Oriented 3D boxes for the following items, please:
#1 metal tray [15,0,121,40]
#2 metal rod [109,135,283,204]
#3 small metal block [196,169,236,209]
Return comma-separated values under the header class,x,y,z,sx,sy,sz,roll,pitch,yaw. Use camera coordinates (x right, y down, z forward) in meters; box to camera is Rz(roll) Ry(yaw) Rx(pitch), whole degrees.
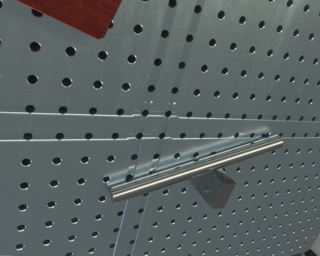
class,x,y,z,sx,sy,sz,roll,pitch,yaw
metal tray,-0.067,-0.158,0.275,0.091,0.030,0.129,19,108,-36
metal rod,0.069,0.059,0.487,0.302,0.025,0.025,-15,125,-21
small metal block,0.090,0.096,0.506,0.025,0.050,0.050,5,116,-31
